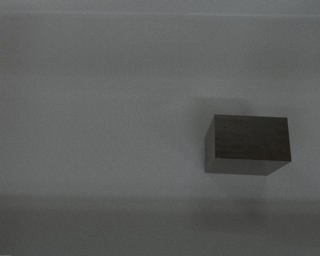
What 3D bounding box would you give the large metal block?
[{"bbox_3d":[0.100,0.023,0.372,0.080,0.080,0.050,3,70,1],"label":"large metal block"}]
